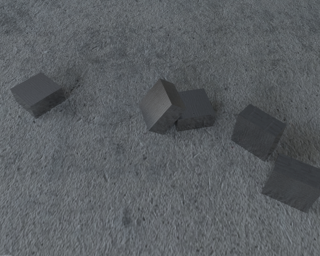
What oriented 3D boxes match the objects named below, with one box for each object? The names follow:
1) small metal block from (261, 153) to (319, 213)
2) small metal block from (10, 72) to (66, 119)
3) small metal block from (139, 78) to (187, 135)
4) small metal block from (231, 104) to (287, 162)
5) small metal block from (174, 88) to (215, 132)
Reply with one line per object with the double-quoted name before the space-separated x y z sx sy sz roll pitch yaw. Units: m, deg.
"small metal block" 0.145 0.060 0.337 0.050 0.050 0.025 23 54 18
"small metal block" -0.173 -0.047 0.442 0.050 0.025 0.050 35 58 26
"small metal block" 0.002 -0.028 0.407 0.025 0.050 0.050 16 39 -38
"small metal block" 0.120 0.006 0.383 0.050 0.050 0.025 36 59 26
"small metal block" 0.042 -0.025 0.425 0.050 0.025 0.050 -9 51 -8
